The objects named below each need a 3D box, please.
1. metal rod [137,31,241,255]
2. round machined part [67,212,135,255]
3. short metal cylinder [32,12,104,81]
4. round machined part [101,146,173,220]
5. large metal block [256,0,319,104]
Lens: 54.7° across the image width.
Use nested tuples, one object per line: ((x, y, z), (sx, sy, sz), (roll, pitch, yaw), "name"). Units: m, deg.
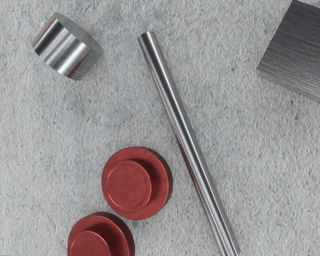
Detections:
((0.034, 0.016, 0.396), (0.025, 0.025, 0.299), (-23, 82, 18), "metal rod")
((-0.088, 0.171, 0.431), (0.098, 0.042, 0.097), (0, 90, 20), "round machined part")
((-0.124, -0.111, 0.424), (0.050, 0.080, 0.080), (-46, 76, 14), "short metal cylinder")
((-0.036, 0.074, 0.413), (0.098, 0.042, 0.097), (0, 90, 20), "round machined part")
((0.163, -0.080, 0.338), (0.080, 0.050, 0.080), (29, 99, 17), "large metal block")
